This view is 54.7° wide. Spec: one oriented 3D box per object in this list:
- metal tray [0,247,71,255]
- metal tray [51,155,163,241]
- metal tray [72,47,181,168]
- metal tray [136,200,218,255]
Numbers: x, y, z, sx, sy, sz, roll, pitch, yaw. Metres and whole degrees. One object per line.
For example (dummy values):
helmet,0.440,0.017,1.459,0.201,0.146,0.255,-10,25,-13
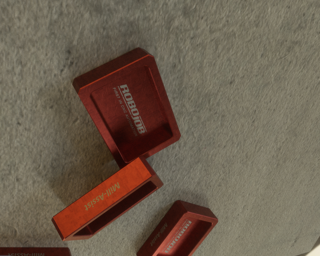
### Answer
metal tray,-0.198,0.208,0.425,0.131,0.030,0.089,16,110,-35
metal tray,-0.061,0.094,0.401,0.130,0.030,0.090,-35,161,-5
metal tray,-0.034,-0.019,0.374,0.090,0.030,0.129,-29,129,-10
metal tray,0.031,0.192,0.541,0.090,0.030,0.129,26,104,-38
